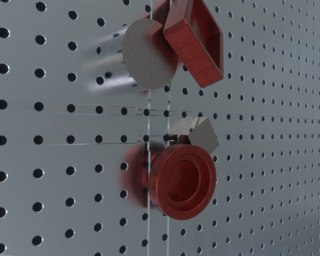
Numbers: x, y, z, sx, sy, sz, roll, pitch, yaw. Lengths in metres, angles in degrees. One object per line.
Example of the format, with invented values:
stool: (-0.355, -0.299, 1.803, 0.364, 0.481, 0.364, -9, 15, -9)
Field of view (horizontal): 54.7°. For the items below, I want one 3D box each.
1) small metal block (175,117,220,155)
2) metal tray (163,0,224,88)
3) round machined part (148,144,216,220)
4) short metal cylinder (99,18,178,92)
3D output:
small metal block: (0.056, 0.018, 0.457, 0.050, 0.025, 0.050, -39, 114, -33)
metal tray: (0.049, -0.125, 0.409, 0.090, 0.030, 0.130, 49, 33, -29)
round machined part: (0.025, 0.069, 0.415, 0.099, 0.042, 0.097, -3, 95, -34)
short metal cylinder: (-0.025, -0.084, 0.372, 0.081, 0.050, 0.079, 0, 90, -40)
